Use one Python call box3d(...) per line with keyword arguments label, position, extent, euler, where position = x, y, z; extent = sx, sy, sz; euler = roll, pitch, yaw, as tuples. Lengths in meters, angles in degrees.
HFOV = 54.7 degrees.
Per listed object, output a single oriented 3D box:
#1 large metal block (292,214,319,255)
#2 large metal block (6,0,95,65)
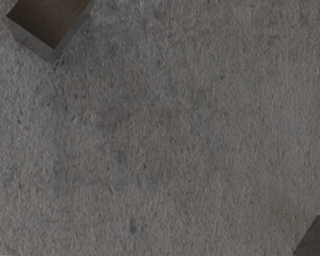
box3d(label="large metal block", position=(0.278, 0.203, 0.501), extent=(0.080, 0.050, 0.080), euler=(44, 76, -15))
box3d(label="large metal block", position=(-0.115, -0.123, 0.337), extent=(0.050, 0.080, 0.080), euler=(35, 79, -17))
